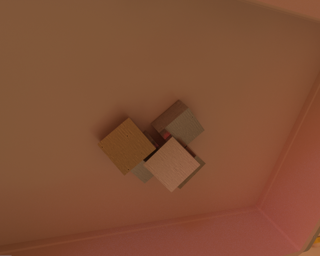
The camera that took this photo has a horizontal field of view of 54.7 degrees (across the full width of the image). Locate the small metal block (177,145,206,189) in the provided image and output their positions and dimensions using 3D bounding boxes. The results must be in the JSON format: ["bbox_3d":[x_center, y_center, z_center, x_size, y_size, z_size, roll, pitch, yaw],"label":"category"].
[{"bbox_3d":[0.028,0.048,0.437,0.050,0.050,0.025,-46,130,4],"label":"small metal block"}]

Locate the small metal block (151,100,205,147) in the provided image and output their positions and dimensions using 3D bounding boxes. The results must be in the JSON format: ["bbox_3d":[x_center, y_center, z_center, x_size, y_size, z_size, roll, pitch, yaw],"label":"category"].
[{"bbox_3d":[0.025,-0.001,0.421,0.050,0.025,0.050,-41,130,-1],"label":"small metal block"}]

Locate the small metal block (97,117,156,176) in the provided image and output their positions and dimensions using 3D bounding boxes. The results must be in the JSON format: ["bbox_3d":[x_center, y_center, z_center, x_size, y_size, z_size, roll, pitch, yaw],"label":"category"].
[{"bbox_3d":[-0.040,0.022,0.384,0.050,0.025,0.050,-41,91,-1],"label":"small metal block"}]

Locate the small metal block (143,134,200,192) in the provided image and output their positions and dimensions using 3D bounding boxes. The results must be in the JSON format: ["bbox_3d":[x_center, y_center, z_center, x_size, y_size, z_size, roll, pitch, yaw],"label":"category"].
[{"bbox_3d":[0.014,0.044,0.395,0.050,0.025,0.050,-44,96,2],"label":"small metal block"}]

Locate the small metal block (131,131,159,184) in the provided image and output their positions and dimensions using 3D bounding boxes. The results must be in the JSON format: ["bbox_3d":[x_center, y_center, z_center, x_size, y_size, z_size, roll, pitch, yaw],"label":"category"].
[{"bbox_3d":[-0.020,0.040,0.422,0.050,0.025,0.050,-41,130,-1],"label":"small metal block"}]
